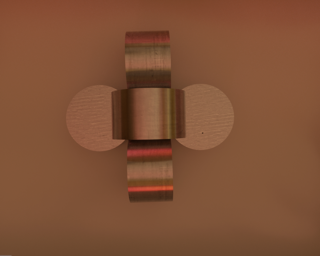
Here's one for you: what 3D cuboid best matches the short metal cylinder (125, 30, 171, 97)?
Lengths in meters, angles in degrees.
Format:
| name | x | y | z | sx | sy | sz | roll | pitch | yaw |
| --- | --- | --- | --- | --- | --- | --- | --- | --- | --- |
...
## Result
| name | x | y | z | sx | sy | sz | roll | pitch | yaw |
| --- | --- | --- | --- | --- | --- | --- | --- | --- | --- |
| short metal cylinder | -0.014 | -0.078 | 0.382 | 0.050 | 0.080 | 0.080 | -2 | 90 | -1 |

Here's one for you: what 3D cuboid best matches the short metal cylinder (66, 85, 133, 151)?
| name | x | y | z | sx | sy | sz | roll | pitch | yaw |
| --- | --- | --- | --- | --- | --- | --- | --- | --- | --- |
| short metal cylinder | -0.072 | -0.012 | 0.396 | 0.081 | 0.050 | 0.080 | 0 | 90 | 0 |

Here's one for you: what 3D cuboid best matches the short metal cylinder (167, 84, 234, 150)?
| name | x | y | z | sx | sy | sz | roll | pitch | yaw |
| --- | --- | --- | --- | --- | --- | --- | --- | --- | --- |
| short metal cylinder | 0.049 | -0.013 | 0.397 | 0.081 | 0.050 | 0.080 | 0 | 90 | 0 |

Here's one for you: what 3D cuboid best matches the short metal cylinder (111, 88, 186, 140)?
| name | x | y | z | sx | sy | sz | roll | pitch | yaw |
| --- | --- | --- | --- | --- | --- | --- | --- | --- | --- |
| short metal cylinder | -0.012 | -0.014 | 0.338 | 0.081 | 0.080 | 0.050 | -1 | 90 | 0 |

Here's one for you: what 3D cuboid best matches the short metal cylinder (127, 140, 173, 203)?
| name | x | y | z | sx | sy | sz | roll | pitch | yaw |
| --- | --- | --- | --- | --- | --- | --- | --- | --- | --- |
| short metal cylinder | -0.011 | 0.050 | 0.382 | 0.050 | 0.080 | 0.080 | -2 | 90 | -1 |
